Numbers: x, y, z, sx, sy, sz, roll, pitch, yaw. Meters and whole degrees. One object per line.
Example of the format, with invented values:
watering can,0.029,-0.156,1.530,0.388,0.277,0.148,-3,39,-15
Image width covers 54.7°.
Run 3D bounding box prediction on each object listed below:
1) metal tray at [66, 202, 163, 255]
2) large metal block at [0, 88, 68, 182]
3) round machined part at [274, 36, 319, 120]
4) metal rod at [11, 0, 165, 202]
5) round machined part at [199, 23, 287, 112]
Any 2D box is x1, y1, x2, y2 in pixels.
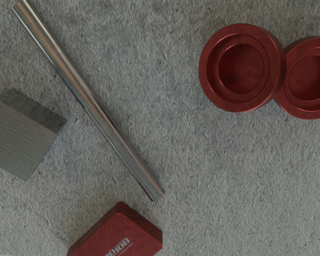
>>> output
metal tray,-0.070,0.184,0.474,0.090,0.030,0.130,42,105,-14
large metal block,-0.180,0.008,0.398,0.080,0.050,0.080,33,107,-12
round machined part,0.182,-0.063,0.380,0.099,0.042,0.097,0,110,0
metal rod,-0.082,-0.022,0.400,0.025,0.025,0.299,-30,108,10
round machined part,0.097,-0.069,0.359,0.098,0.042,0.097,9,105,39
